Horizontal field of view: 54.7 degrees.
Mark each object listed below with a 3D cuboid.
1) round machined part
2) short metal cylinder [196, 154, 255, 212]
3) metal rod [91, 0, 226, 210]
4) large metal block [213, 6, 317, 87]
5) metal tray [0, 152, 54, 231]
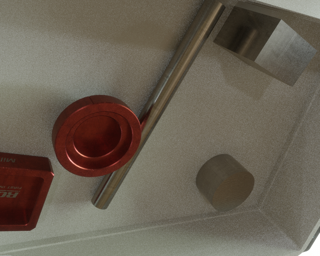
[{"bbox_3d":[-0.075,0.006,0.361,0.099,0.042,0.097,-14,125,-21],"label":"round machined part"},{"bbox_3d":[0.106,0.090,0.509,0.081,0.050,0.079,-14,125,-21],"label":"short metal cylinder"},{"bbox_3d":[-0.010,-0.020,0.392,0.025,0.025,0.298,20,108,-36],"label":"metal rod"},{"bbox_3d":[0.128,-0.101,0.383,0.080,0.080,0.050,19,108,-36],"label":"large metal block"},{"bbox_3d":[-0.196,0.071,0.342,0.131,0.030,0.089,12,112,-34],"label":"metal tray"}]
